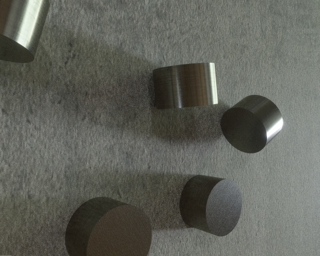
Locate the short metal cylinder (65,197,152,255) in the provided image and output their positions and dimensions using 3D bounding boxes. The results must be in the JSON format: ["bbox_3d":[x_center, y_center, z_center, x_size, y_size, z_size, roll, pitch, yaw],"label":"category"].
[{"bbox_3d":[-0.056,0.121,0.343,0.081,0.050,0.079,0,90,-40],"label":"short metal cylinder"}]

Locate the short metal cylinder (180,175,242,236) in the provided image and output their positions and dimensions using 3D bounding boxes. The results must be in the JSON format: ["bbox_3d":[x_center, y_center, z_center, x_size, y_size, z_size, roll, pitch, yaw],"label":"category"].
[{"bbox_3d":[0.075,0.112,0.455,0.081,0.050,0.079,0,90,-40],"label":"short metal cylinder"}]

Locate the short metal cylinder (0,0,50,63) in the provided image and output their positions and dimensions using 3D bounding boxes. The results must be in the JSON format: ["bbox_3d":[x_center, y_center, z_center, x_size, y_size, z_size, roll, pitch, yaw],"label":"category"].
[{"bbox_3d":[-0.138,-0.093,0.253,0.080,0.080,0.050,19,78,-39],"label":"short metal cylinder"}]

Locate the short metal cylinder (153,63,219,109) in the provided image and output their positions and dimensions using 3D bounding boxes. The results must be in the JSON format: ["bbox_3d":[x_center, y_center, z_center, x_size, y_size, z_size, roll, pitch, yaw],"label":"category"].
[{"bbox_3d":[0.033,-0.053,0.399,0.081,0.080,0.050,-10,97,-40],"label":"short metal cylinder"}]

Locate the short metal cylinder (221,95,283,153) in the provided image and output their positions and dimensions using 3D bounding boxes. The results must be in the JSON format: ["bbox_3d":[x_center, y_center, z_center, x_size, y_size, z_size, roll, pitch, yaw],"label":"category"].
[{"bbox_3d":[0.145,-0.007,0.494,0.050,0.080,0.080,-33,111,-35],"label":"short metal cylinder"}]
